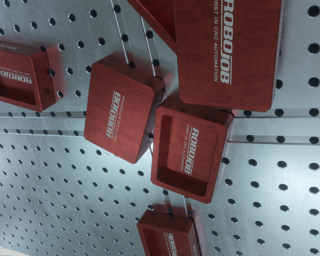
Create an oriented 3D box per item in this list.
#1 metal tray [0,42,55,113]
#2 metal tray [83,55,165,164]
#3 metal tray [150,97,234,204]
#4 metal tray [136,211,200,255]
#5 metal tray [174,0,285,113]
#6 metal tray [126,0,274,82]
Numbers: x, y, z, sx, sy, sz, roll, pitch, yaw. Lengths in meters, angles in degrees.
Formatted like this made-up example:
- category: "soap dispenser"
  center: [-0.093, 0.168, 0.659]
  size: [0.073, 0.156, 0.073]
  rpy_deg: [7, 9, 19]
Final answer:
- category: "metal tray"
  center: [-0.230, -0.082, 0.479]
  size: [0.130, 0.030, 0.089]
  rpy_deg: [15, 125, 19]
- category: "metal tray"
  center: [-0.053, -0.021, 0.424]
  size: [0.090, 0.030, 0.129]
  rpy_deg: [26, 128, 12]
- category: "metal tray"
  center: [0.037, 0.032, 0.408]
  size: [0.090, 0.030, 0.129]
  rpy_deg: [17, 125, 18]
- category: "metal tray"
  center: [0.019, 0.205, 0.525]
  size: [0.090, 0.030, 0.129]
  rpy_deg: [2, 120, 27]
- category: "metal tray"
  center: [0.062, -0.083, 0.285]
  size: [0.090, 0.030, 0.129]
  rpy_deg: [9, 122, 23]
- category: "metal tray"
  center: [0.038, -0.120, 0.313]
  size: [0.130, 0.030, 0.090]
  rpy_deg: [47, 129, -5]
